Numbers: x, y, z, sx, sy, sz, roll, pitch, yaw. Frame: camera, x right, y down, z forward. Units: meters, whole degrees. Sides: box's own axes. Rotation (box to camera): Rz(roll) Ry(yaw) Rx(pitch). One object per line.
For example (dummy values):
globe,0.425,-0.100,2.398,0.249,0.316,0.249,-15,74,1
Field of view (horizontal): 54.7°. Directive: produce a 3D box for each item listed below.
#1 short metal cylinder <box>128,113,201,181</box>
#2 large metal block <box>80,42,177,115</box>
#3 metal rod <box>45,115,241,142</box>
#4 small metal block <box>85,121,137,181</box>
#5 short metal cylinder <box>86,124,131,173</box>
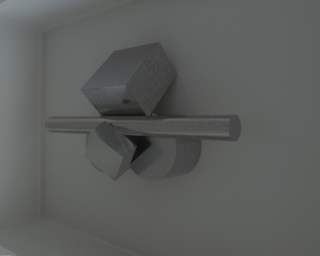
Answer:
short metal cylinder,0.003,0.022,0.385,0.080,0.050,0.079,0,90,39
large metal block,-0.038,-0.059,0.391,0.080,0.050,0.080,1,48,39
metal rod,-0.048,-0.003,0.377,0.300,0.025,0.025,1,91,39
small metal block,-0.060,0.028,0.373,0.050,0.025,0.050,37,136,13
short metal cylinder,-0.059,0.021,0.435,0.080,0.050,0.079,0,90,39
